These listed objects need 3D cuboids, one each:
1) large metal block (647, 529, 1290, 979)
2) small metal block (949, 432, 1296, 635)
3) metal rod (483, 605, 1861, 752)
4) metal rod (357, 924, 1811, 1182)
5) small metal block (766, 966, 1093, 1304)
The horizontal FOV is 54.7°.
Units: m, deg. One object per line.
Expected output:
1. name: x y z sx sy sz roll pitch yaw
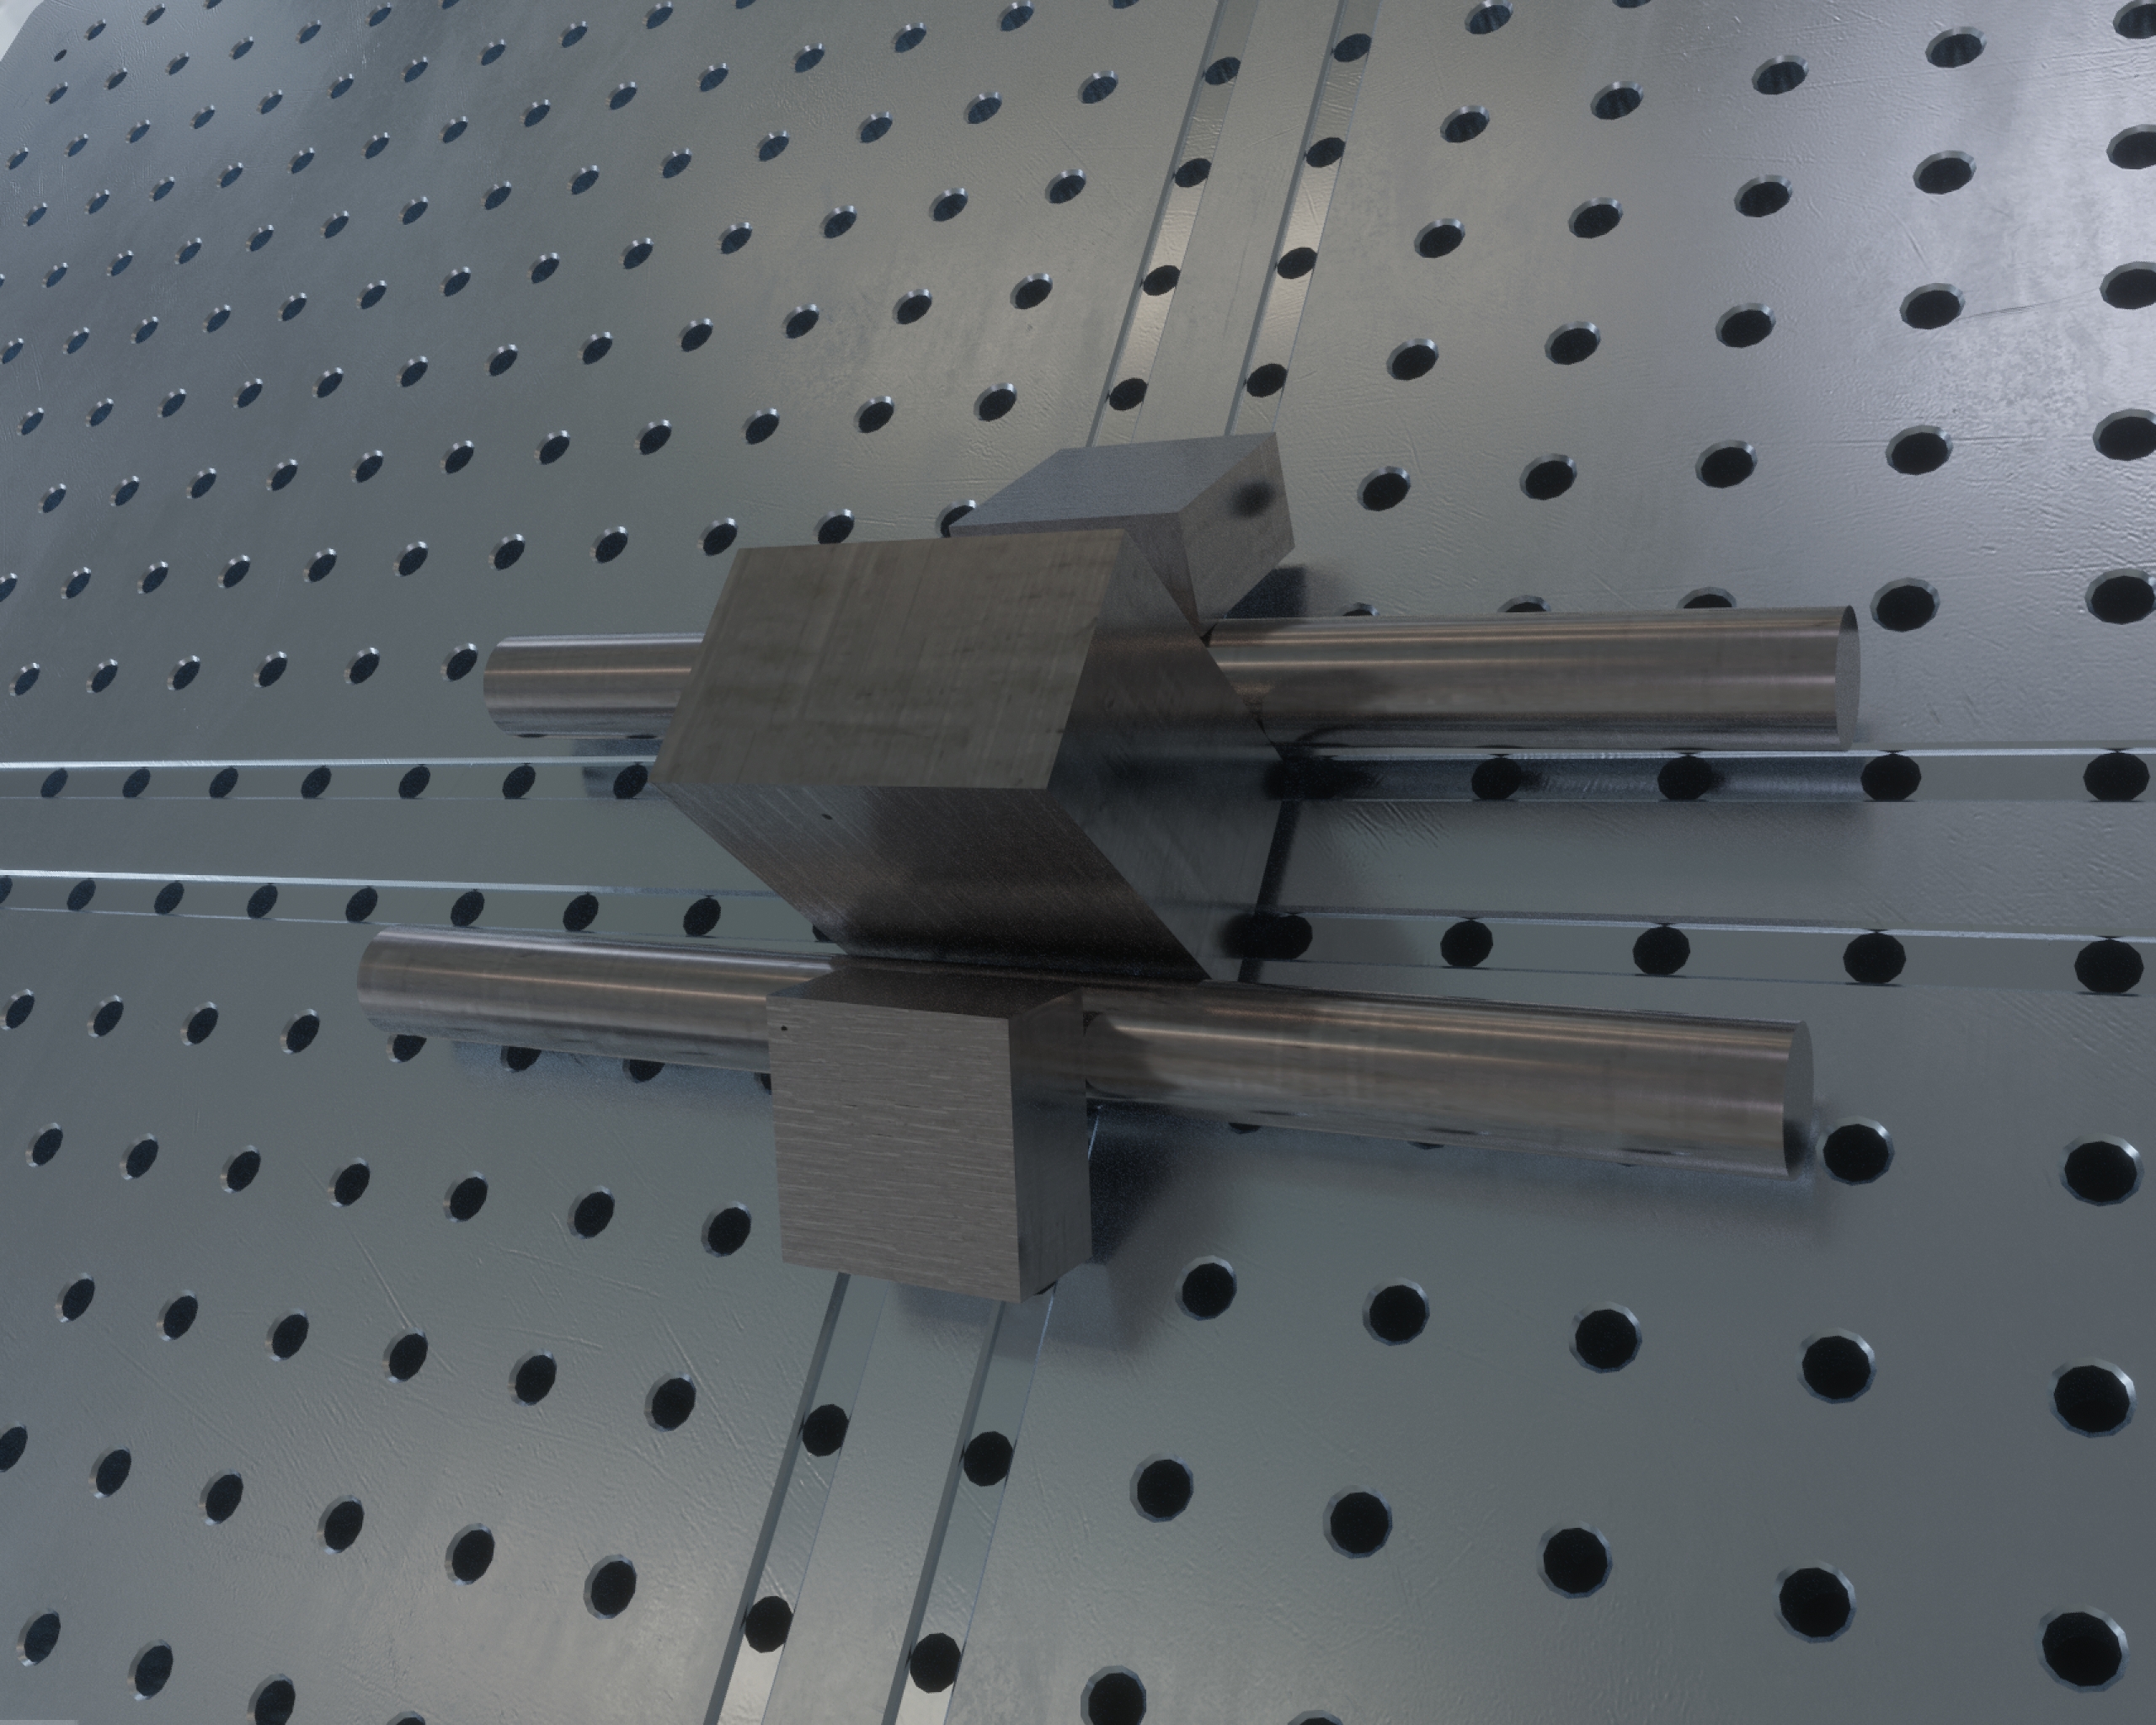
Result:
1. large metal block: -0.017 -0.016 0.386 0.080 0.080 0.050 2 63 29
2. small metal block: 0.010 -0.066 0.424 0.050 0.025 0.050 1 28 28
3. metal rod: -0.001 -0.036 0.426 0.300 0.025 0.025 2 63 29
4. metal rod: -0.020 0.032 0.395 0.300 0.025 0.025 2 63 29
5. small metal block: -0.026 0.047 0.373 0.050 0.025 0.050 3 101 29
